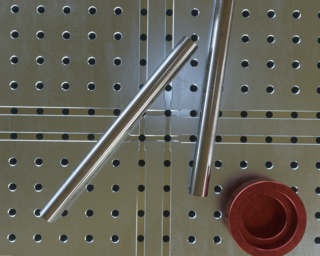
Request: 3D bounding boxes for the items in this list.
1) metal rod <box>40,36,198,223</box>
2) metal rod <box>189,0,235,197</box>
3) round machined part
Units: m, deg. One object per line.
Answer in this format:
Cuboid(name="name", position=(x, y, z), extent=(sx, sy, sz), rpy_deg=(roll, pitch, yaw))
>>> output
Cuboid(name="metal rod", position=(-0.054, 0.001, 0.412), extent=(0.025, 0.025, 0.300), rpy_deg=(39, 90, -1))
Cuboid(name="metal rod", position=(0.072, -0.059, 0.414), extent=(0.025, 0.025, 0.298), rpy_deg=(8, 90, -1))
Cuboid(name="round machined part", position=(0.134, 0.115, 0.407), extent=(0.099, 0.042, 0.097), rpy_deg=(0, 90, -1))
